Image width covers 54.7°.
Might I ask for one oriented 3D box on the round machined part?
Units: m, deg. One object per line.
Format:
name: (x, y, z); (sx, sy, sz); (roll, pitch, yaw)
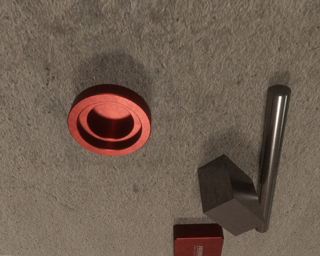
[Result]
round machined part: (-0.060, -0.014, 0.383); (0.099, 0.042, 0.097); (-1, 130, 0)

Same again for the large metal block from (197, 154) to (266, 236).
large metal block: (0.103, 0.099, 0.457); (0.050, 0.080, 0.080); (-34, 123, 25)

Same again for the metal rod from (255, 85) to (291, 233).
metal rod: (0.164, 0.067, 0.466); (0.025, 0.025, 0.298); (-6, 130, 5)

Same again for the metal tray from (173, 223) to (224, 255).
metal tray: (0.072, 0.237, 0.607); (0.091, 0.030, 0.129); (-2, 130, 1)
